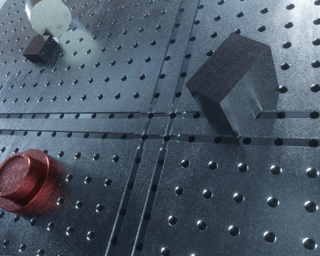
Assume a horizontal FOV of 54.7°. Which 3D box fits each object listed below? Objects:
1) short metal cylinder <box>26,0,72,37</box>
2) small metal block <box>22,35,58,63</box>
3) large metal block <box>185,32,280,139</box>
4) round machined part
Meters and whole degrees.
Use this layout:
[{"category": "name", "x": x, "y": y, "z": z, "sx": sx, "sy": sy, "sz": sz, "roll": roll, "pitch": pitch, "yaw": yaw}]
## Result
[{"category": "short metal cylinder", "x": -0.230, "y": -0.236, "z": 0.639, "sx": 0.080, "sy": 0.080, "sz": 0.050, "roll": -37, "pitch": 51, "yaw": 3}, {"category": "small metal block", "x": -0.247, "y": -0.163, "z": 0.638, "sx": 0.050, "sy": 0.025, "sz": 0.050, "roll": 9, "pitch": 66, "yaw": 32}, {"category": "large metal block", "x": 0.086, "y": -0.047, "z": 0.356, "sx": 0.080, "sy": 0.080, "sz": 0.050, "roll": -48, "pitch": 51, "yaw": -6}, {"category": "round machined part", "x": -0.206, "y": 0.075, "z": 0.460, "sx": 0.098, "sy": 0.042, "sz": 0.098, "roll": -13, "pitch": 56, "yaw": 21}]
